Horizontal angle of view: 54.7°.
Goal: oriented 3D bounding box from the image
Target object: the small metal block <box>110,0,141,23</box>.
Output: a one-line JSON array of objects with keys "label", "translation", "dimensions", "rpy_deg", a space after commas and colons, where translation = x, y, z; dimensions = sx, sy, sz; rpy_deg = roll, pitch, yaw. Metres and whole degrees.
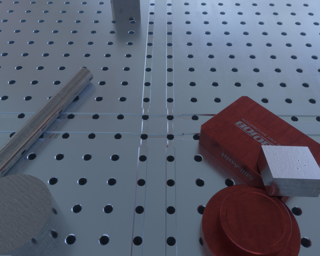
[{"label": "small metal block", "translation": [-0.065, -0.231, 0.585], "dimensions": [0.050, 0.050, 0.025], "rpy_deg": [-15, 52, -12]}]

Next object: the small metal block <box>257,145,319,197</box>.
[{"label": "small metal block", "translation": [0.134, 0.044, 0.324], "dimensions": [0.050, 0.025, 0.050], "rpy_deg": [2, 35, 1]}]

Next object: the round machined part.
[{"label": "round machined part", "translation": [0.092, 0.100, 0.313], "dimensions": [0.099, 0.042, 0.098], "rpy_deg": [0, 50, 0]}]

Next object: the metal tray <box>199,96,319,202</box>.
[{"label": "metal tray", "translation": [0.125, 0.023, 0.386], "dimensions": [0.091, 0.030, 0.130], "rpy_deg": [-34, 58, -25]}]

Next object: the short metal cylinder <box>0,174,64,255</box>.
[{"label": "short metal cylinder", "translation": [-0.144, 0.094, 0.311], "dimensions": [0.080, 0.050, 0.080], "rpy_deg": [0, 50, 0]}]

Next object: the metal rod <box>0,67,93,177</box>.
[{"label": "metal rod", "translation": [-0.178, 0.021, 0.388], "dimensions": [0.025, 0.025, 0.301], "rpy_deg": [20, 53, 16]}]
